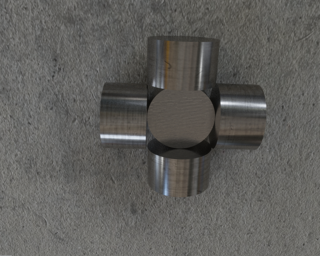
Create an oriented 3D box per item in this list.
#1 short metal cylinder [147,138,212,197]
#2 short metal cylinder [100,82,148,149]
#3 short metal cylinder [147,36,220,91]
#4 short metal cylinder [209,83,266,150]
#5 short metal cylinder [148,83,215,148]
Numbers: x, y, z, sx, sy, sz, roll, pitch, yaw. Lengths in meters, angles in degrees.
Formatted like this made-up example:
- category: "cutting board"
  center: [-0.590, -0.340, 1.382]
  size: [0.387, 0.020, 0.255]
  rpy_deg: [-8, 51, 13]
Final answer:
- category: "short metal cylinder"
  center: [0.024, 0.046, 0.399]
  size: [0.081, 0.080, 0.050]
  rpy_deg: [0, 110, -1]
- category: "short metal cylinder"
  center: [-0.041, -0.015, 0.376]
  size: [0.050, 0.080, 0.079]
  rpy_deg: [2, 110, -1]
- category: "short metal cylinder"
  center: [0.025, -0.076, 0.353]
  size: [0.081, 0.080, 0.050]
  rpy_deg: [2, 111, -1]
- category: "short metal cylinder"
  center: [0.091, -0.014, 0.378]
  size: [0.050, 0.080, 0.079]
  rpy_deg: [2, 110, -1]
- category: "short metal cylinder"
  center: [0.025, -0.021, 0.391]
  size: [0.081, 0.050, 0.079]
  rpy_deg: [0, 110, -1]
